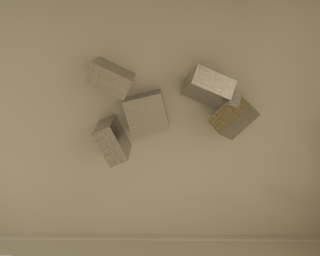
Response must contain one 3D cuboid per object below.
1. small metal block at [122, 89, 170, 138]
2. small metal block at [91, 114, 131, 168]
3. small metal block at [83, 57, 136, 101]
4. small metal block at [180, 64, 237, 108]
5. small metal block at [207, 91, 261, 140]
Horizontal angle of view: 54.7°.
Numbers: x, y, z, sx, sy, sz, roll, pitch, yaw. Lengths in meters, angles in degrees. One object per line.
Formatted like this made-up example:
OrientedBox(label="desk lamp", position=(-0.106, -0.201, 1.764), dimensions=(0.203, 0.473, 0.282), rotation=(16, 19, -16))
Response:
OrientedBox(label="small metal block", position=(-0.017, -0.019, 0.404), dimensions=(0.050, 0.025, 0.050), rotation=(-13, 110, 4))
OrientedBox(label="small metal block", position=(-0.061, 0.016, 0.403), dimensions=(0.025, 0.050, 0.050), rotation=(-23, 109, 8))
OrientedBox(label="small metal block", position=(-0.059, -0.061, 0.375), dimensions=(0.050, 0.050, 0.025), rotation=(24, 108, -9))
OrientedBox(label="small metal block", position=(0.057, -0.049, 0.377), dimensions=(0.050, 0.050, 0.025), rotation=(22, 79, -8))
OrientedBox(label="small metal block", position=(0.094, -0.014, 0.392), dimensions=(0.050, 0.050, 0.025), rotation=(-45, 61, 15))
